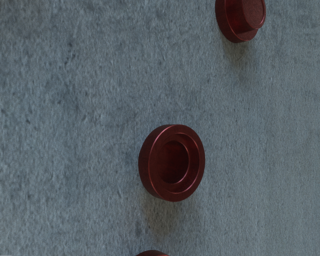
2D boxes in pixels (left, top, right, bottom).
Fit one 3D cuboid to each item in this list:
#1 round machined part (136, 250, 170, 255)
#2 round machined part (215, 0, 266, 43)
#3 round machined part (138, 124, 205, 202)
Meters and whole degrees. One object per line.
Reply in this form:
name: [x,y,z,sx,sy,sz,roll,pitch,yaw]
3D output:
round machined part: [-0.020,0.199,0.380,0.099,0.042,0.097,0,90,-40]
round machined part: [0.139,-0.194,0.513,0.099,0.042,0.097,0,90,-40]
round machined part: [0.011,0.044,0.405,0.099,0.042,0.097,0,90,-40]
